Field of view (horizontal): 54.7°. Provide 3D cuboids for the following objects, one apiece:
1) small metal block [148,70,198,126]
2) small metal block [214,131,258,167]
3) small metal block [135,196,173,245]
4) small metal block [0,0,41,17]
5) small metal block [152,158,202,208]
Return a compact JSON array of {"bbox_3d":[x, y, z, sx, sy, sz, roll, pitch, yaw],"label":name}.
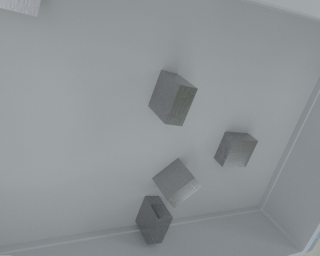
[{"bbox_3d":[0.014,-0.037,0.377,0.025,0.050,0.050,8,115,-32],"label":"small metal block"},{"bbox_3d":[0.121,0.035,0.496,0.050,0.025,0.050,4,116,-31],"label":"small metal block"},{"bbox_3d":[-0.010,0.140,0.473,0.025,0.050,0.050,7,115,-32],"label":"small metal block"},{"bbox_3d":[-0.124,-0.126,0.254,0.050,0.025,0.050,5,133,-31],"label":"small metal block"},{"bbox_3d":[0.024,0.080,0.455,0.050,0.050,0.025,-38,129,-3],"label":"small metal block"}]
